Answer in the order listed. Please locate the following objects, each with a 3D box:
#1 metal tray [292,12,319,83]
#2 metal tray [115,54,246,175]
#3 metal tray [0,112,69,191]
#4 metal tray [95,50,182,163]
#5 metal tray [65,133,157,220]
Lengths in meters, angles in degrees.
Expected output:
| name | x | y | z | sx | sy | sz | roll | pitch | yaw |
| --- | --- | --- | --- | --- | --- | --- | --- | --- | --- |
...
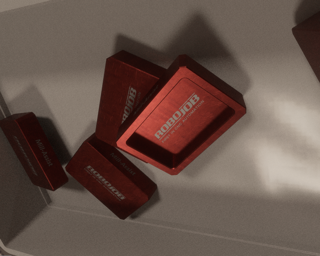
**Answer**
| name | x | y | z | sx | sy | sz | roll | pitch | yaw |
| --- | --- | --- | --- | --- | --- | --- | --- | --- | --- |
| metal tray | 0.151 | -0.044 | 0.233 | 0.030 | 0.130 | 0.090 | -32 | 102 | 16 |
| metal tray | 0.021 | -0.008 | 0.356 | 0.090 | 0.030 | 0.129 | 31 | 123 | -19 |
| metal tray | -0.212 | 0.039 | 0.519 | 0.090 | 0.030 | 0.129 | -1 | 117 | 47 |
| metal tray | -0.032 | -0.024 | 0.406 | 0.090 | 0.030 | 0.129 | 26 | 127 | 11 |
| metal tray | -0.080 | 0.079 | 0.495 | 0.130 | 0.030 | 0.090 | 42 | 129 | -2 |
